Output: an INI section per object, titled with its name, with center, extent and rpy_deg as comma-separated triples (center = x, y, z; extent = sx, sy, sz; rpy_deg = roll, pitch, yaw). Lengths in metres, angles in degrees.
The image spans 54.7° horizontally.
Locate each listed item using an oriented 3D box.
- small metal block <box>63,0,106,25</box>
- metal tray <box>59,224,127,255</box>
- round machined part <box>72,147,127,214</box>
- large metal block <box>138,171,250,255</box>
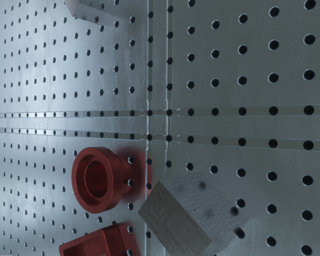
[small metal block]
center = -0.121, -0.197, 0.494
extent = 0.025, 0.050, 0.050
rpy_deg = -45, 63, 31
[metal tray]
center = -0.106, 0.216, 0.493
extent = 0.130, 0.030, 0.090
rpy_deg = -32, 71, 35
[round machined part]
center = -0.088, 0.077, 0.472
extent = 0.098, 0.042, 0.097
rpy_deg = 0, 90, 40
[large metal block]
center = 0.037, 0.098, 0.343
extent = 0.080, 0.081, 0.050
rpy_deg = 45, 117, 30
